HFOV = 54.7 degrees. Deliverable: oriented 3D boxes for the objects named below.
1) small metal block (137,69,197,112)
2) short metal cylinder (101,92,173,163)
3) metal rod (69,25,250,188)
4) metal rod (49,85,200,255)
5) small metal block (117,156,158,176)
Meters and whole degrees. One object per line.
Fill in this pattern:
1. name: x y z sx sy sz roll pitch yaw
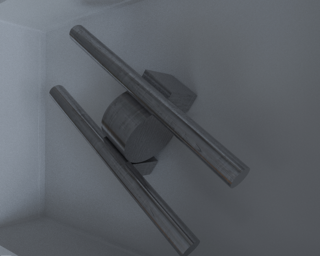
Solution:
1. small metal block: 0.009 -0.045 0.379 0.050 0.050 0.025 44 117 30
2. short metal cylinder: -0.025 -0.003 0.388 0.050 0.081 0.080 44 116 31
3. metal rod: -0.021 -0.043 0.356 0.300 0.025 0.025 43 116 31
4. metal rod: -0.062 0.034 0.390 0.300 0.025 0.025 43 116 31
5. small metal block: -0.040 0.040 0.419 0.050 0.050 0.025 44 117 30
